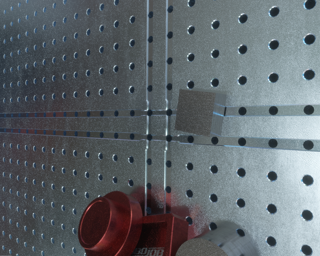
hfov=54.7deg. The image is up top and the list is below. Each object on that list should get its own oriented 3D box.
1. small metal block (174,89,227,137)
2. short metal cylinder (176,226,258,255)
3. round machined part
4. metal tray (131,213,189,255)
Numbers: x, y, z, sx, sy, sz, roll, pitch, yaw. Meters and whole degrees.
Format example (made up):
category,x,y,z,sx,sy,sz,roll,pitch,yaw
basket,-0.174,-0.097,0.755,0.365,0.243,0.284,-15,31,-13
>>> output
category,x,y,z,sx,sy,sz,roll,pitch,yaw
small metal block,0.048,-0.018,0.370,0.050,0.025,0.050,12,98,39
short metal cylinder,0.063,0.155,0.341,0.080,0.050,0.079,0,90,39
round machined part,-0.073,0.132,0.417,0.098,0.042,0.098,-28,46,33
metal tray,-0.026,0.164,0.401,0.130,0.030,0.090,-19,51,39
